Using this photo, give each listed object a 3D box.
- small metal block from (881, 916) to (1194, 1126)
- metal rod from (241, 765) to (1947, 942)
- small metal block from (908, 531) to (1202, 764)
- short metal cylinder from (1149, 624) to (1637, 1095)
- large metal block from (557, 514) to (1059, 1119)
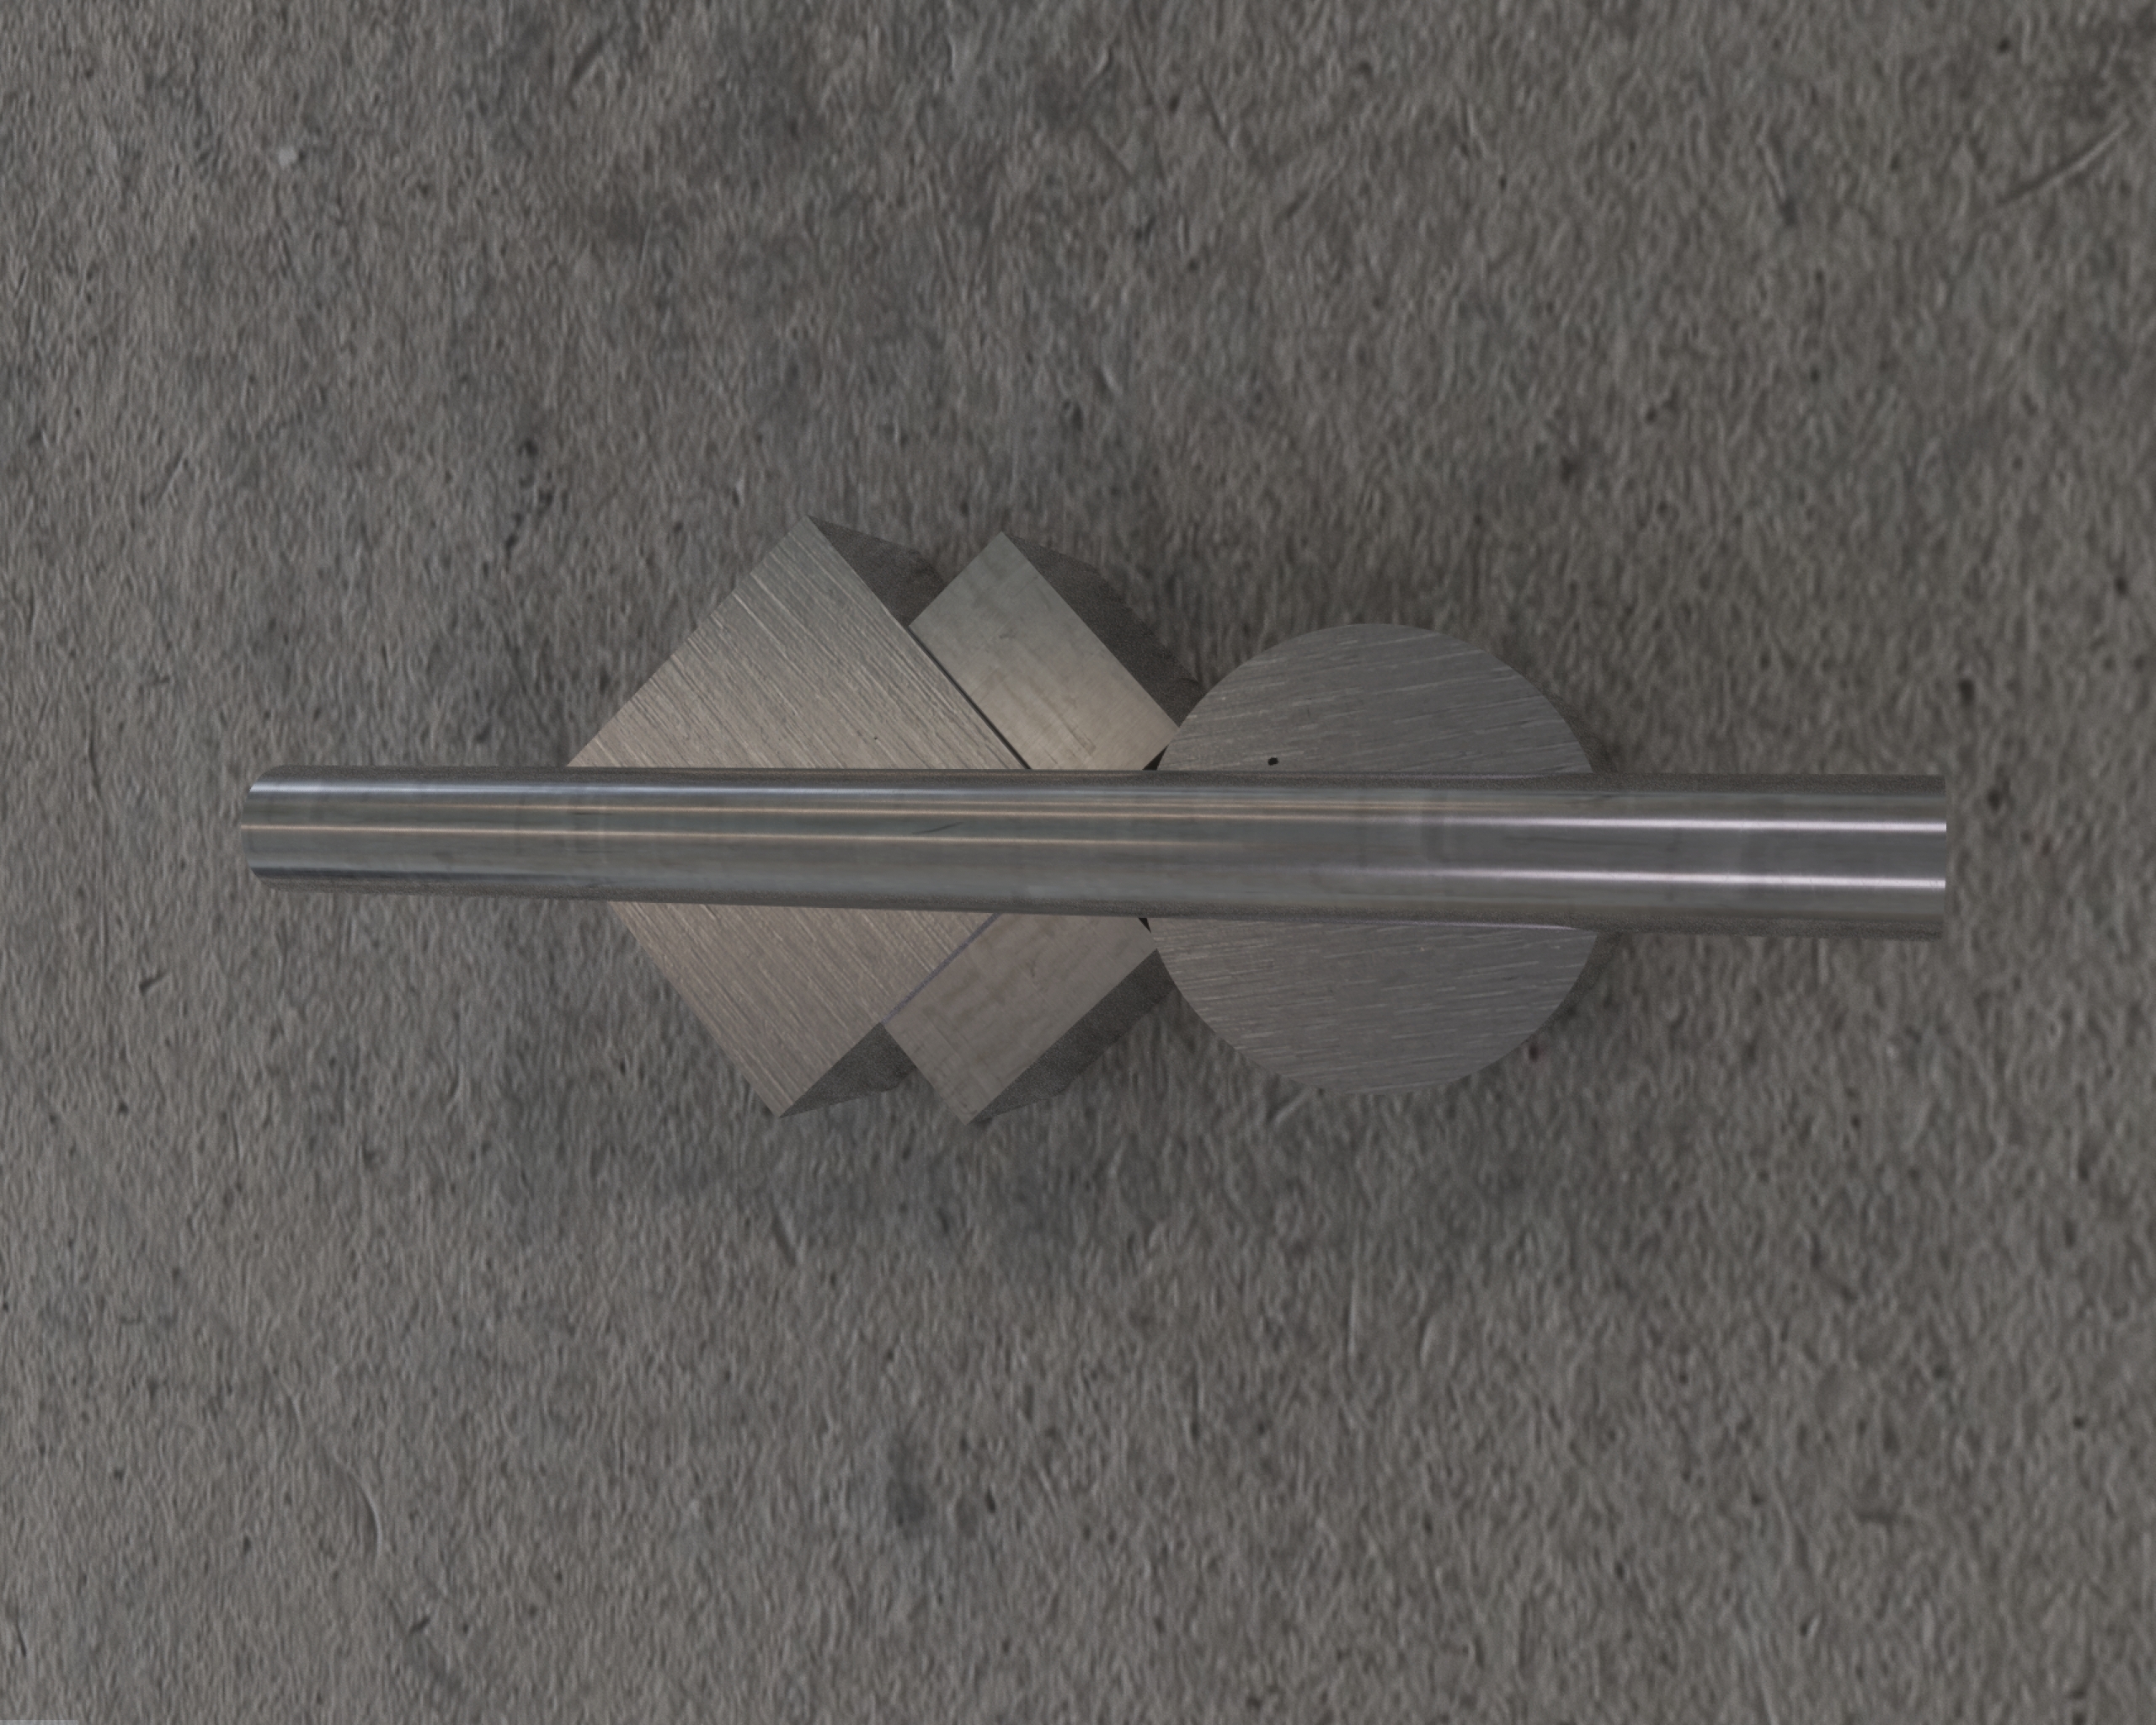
[{"bbox_3d":[-0.002,0.022,0.399,0.050,0.050,0.025,-44,77,15],"label":"small metal block"},{"bbox_3d":[-0.014,-0.004,0.360,0.301,0.025,0.025,1,91,19],"label":"metal rod"},{"bbox_3d":[0.002,-0.033,0.397,0.025,0.050,0.050,-44,77,15],"label":"small metal block"},{"bbox_3d":[0.057,-0.001,0.376,0.080,0.050,0.080,0,90,20],"label":"short metal cylinder"},{"bbox_3d":[-0.045,-0.009,0.411,0.080,0.050,0.080,-44,77,14],"label":"large metal block"}]
